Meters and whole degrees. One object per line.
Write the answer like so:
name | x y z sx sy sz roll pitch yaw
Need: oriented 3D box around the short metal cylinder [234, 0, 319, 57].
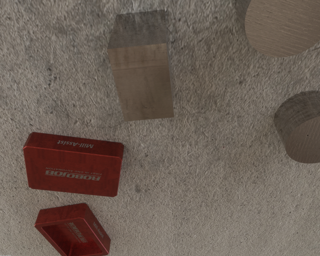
short metal cylinder | 0.116 -0.115 0.294 0.081 0.050 0.079 0 130 0

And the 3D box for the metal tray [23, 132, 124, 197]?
metal tray | -0.123 0.056 0.450 0.131 0.030 0.089 8 130 -7

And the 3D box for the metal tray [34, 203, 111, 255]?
metal tray | -0.155 0.193 0.566 0.090 0.030 0.129 -11 130 9

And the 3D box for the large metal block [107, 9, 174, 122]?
large metal block | -0.015 -0.064 0.316 0.050 0.080 0.080 -5 130 4

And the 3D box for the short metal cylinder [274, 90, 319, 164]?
short metal cylinder | 0.193 -0.001 0.392 0.081 0.050 0.079 0 130 0
